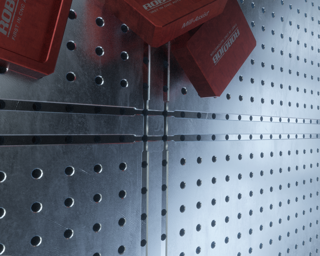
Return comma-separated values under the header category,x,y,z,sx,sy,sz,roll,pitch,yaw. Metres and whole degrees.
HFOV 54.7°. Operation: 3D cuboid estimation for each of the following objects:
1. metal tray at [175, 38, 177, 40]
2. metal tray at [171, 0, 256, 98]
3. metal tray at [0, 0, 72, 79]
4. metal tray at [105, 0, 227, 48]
category,x,y,z,sx,sy,sz,roll,pitch,yaw
metal tray,0.069,-0.143,0.465,0.130,0.030,0.090,49,61,-29
metal tray,0.081,-0.116,0.436,0.130,0.030,0.090,-52,121,-27
metal tray,-0.135,-0.123,0.293,0.091,0.030,0.129,18,79,-39
metal tray,0.011,-0.158,0.376,0.131,0.030,0.090,-36,71,-30
